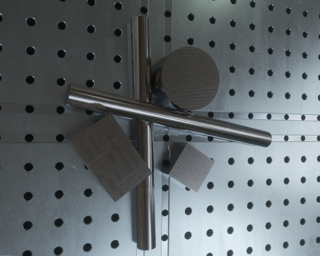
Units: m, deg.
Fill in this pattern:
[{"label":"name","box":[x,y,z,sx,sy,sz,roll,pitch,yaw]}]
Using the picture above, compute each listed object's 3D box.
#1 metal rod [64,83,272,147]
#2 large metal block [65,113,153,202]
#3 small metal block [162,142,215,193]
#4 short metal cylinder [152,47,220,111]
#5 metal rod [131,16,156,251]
[{"label":"metal rod","box":[0.031,-0.009,0.405,0.302,0.025,0.025,12,86,-28]},{"label":"large metal block","box":[-0.063,0.031,0.360,0.050,0.080,0.080,-37,102,-16]},{"label":"small metal block","box":[0.039,0.054,0.429,0.050,0.025,0.050,35,79,-17]},{"label":"short metal cylinder","box":[0.031,-0.062,0.412,0.081,0.050,0.079,0,90,-21]},{"label":"metal rod","box":[-0.022,0.007,0.406,0.025,0.025,0.298,-2,91,-20]}]
